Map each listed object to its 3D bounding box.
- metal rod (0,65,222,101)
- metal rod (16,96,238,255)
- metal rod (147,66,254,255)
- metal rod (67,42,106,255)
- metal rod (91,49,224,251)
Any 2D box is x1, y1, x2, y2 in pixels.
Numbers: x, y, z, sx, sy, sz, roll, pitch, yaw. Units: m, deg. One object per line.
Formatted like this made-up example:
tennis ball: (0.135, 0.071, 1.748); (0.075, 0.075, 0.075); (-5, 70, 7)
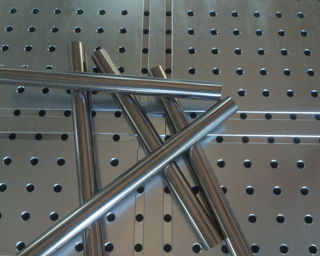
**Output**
metal rod: (-0.072, -0.059, 0.406); (0.302, 0.025, 0.025); (5, 70, 1)
metal rod: (-0.027, 0.056, 0.364); (0.301, 0.025, 0.025); (-36, 74, -13)
metal rod: (0.051, 0.049, 0.394); (0.025, 0.025, 0.299); (-21, 72, -8)
metal rod: (-0.098, 0.019, 0.403); (0.025, 0.025, 0.299); (-9, 70, -4)
metal rod: (-0.012, 0.015, 0.405); (0.025, 0.025, 0.299); (-29, 73, -10)
